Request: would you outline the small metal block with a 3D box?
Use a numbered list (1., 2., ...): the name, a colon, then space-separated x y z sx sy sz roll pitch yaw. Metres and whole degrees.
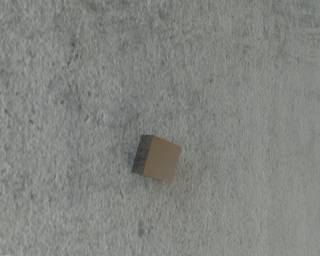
1. small metal block: -0.004 0.040 0.400 0.050 0.025 0.050 24 75 -37
